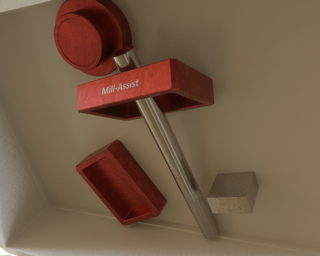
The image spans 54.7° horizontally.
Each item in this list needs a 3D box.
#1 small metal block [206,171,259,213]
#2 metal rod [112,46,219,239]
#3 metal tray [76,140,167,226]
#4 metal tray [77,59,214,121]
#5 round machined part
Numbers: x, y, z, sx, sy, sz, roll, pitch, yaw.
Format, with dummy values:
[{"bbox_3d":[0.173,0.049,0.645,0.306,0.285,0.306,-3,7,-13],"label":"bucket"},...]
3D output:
[{"bbox_3d":[0.093,0.082,0.393,0.050,0.050,0.025,-9,114,32],"label":"small metal block"},{"bbox_3d":[0.019,0.038,0.393,0.025,0.025,0.299,-7,124,31],"label":"metal rod"},{"bbox_3d":[-0.062,0.091,0.492,0.090,0.030,0.130,-29,103,37],"label":"metal tray"},{"bbox_3d":[-0.016,-0.037,0.350,0.130,0.090,0.030,-9,79,32],"label":"metal tray"},{"bbox_3d":[-0.087,-0.108,0.375,0.098,0.042,0.097,13,124,20],"label":"round machined part"}]
